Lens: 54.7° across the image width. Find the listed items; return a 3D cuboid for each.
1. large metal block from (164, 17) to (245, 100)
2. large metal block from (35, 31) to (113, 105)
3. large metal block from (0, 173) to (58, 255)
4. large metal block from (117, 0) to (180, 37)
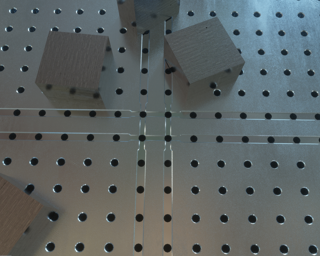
[{"bbox_3d":[0.059,-0.097,0.435,0.080,0.050,0.080,-22,72,-8],"label":"large metal block"},{"bbox_3d":[-0.114,-0.082,0.427,0.080,0.050,0.080,6,70,2],"label":"large metal block"},{"bbox_3d":[-0.183,0.105,0.358,0.080,0.050,0.080,30,73,10],"label":"large metal block"},{"bbox_3d":[-0.017,-0.194,0.453,0.080,0.080,0.050,-35,74,-12],"label":"large metal block"}]
